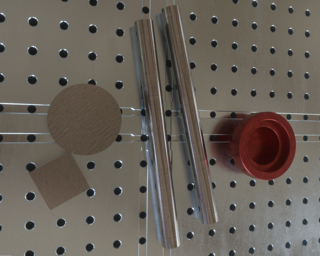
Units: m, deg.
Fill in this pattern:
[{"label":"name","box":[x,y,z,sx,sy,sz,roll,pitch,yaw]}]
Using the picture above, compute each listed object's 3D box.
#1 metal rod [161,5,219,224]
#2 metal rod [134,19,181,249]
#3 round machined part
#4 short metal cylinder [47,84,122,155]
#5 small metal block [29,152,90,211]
[{"label":"metal rod","box":[0.042,-0.015,0.427,0.025,0.025,0.298,-12,94,-20]},{"label":"metal rod","box":[-0.003,0.010,0.411,0.025,0.025,0.298,-8,93,-20]},{"label":"round machined part","box":[0.147,0.026,0.458,0.099,0.042,0.097,0,90,-20]},{"label":"short metal cylinder","box":[-0.090,-0.010,0.366,0.081,0.050,0.080,0,90,-20]},{"label":"small metal block","box":[-0.119,0.061,0.369,0.050,0.025,0.050,-29,100,-18]}]
